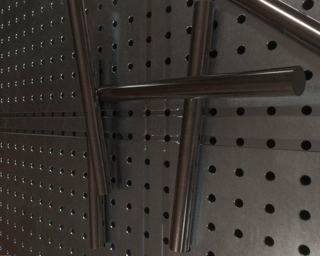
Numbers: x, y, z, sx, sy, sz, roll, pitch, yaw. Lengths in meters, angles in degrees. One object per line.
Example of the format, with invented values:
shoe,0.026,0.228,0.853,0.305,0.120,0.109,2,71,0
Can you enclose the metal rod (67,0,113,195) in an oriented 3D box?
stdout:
metal rod,-0.106,-0.049,0.468,0.025,0.025,0.298,-10,88,39

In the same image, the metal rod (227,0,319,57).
metal rod,0.075,-0.159,0.345,0.300,0.025,0.025,47,118,29

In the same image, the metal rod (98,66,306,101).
metal rod,0.014,-0.046,0.364,0.300,0.025,0.025,4,93,49

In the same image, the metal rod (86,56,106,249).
metal rod,-0.103,0.037,0.491,0.025,0.025,0.298,-4,87,39

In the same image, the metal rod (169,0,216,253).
metal rod,0.038,0.002,0.376,0.025,0.025,0.298,9,96,39
